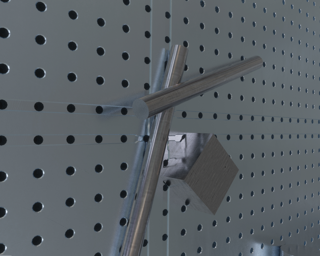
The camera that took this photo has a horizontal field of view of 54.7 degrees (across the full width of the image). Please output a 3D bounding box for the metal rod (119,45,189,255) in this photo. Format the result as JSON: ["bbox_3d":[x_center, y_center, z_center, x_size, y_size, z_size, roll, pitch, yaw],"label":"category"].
[{"bbox_3d":[-0.007,0.033,0.403,0.025,0.025,0.299,22,76,-38],"label":"metal rod"}]

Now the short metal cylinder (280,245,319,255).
[{"bbox_3d":[0.279,0.267,0.609,0.081,0.080,0.050,4,88,-40],"label":"short metal cylinder"}]

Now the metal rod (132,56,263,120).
[{"bbox_3d":[0.075,-0.069,0.449,0.302,0.025,0.025,-26,107,-44],"label":"metal rod"}]

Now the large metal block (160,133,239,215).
[{"bbox_3d":[0.058,0.063,0.442,0.080,0.050,0.080,51,60,-28],"label":"large metal block"}]
